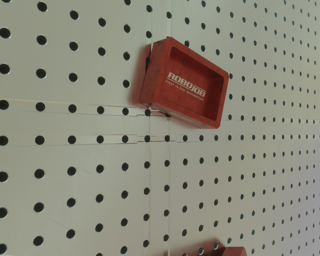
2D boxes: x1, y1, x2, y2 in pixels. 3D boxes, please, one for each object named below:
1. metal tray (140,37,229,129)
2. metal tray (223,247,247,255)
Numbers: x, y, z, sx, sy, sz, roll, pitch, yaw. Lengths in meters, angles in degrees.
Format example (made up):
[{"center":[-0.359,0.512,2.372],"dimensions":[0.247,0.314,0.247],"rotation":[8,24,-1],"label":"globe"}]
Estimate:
[{"center":[0.040,-0.058,0.437],"dimensions":[0.131,0.030,0.090],"rotation":[20,77,-38],"label":"metal tray"},{"center":[0.107,0.248,0.456],"dimensions":[0.131,0.030,0.090],"rotation":[-22,97,-61],"label":"metal tray"}]
